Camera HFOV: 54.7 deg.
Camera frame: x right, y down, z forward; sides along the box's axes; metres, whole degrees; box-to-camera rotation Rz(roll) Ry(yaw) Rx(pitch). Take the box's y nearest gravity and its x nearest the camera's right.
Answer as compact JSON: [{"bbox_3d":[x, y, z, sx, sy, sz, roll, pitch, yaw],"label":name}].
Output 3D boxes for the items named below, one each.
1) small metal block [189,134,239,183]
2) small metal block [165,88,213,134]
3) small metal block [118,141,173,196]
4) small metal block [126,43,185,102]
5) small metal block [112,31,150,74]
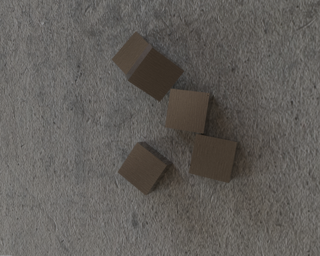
[{"bbox_3d":[0.067,0.036,0.385,0.050,0.025,0.050,12,94,19],"label":"small metal block"},{"bbox_3d":[0.037,-0.022,0.396,0.050,0.025,0.050,9,93,19],"label":"small metal block"},{"bbox_3d":[-0.020,0.053,0.416,0.050,0.025,0.050,37,102,16],"label":"small metal block"},{"bbox_3d":[-0.006,-0.070,0.391,0.050,0.025,0.050,32,108,-24],"label":"small metal block"},{"bbox_3d":[-0.028,-0.092,0.419,0.050,0.025,0.050,-46,76,14],"label":"small metal block"}]
